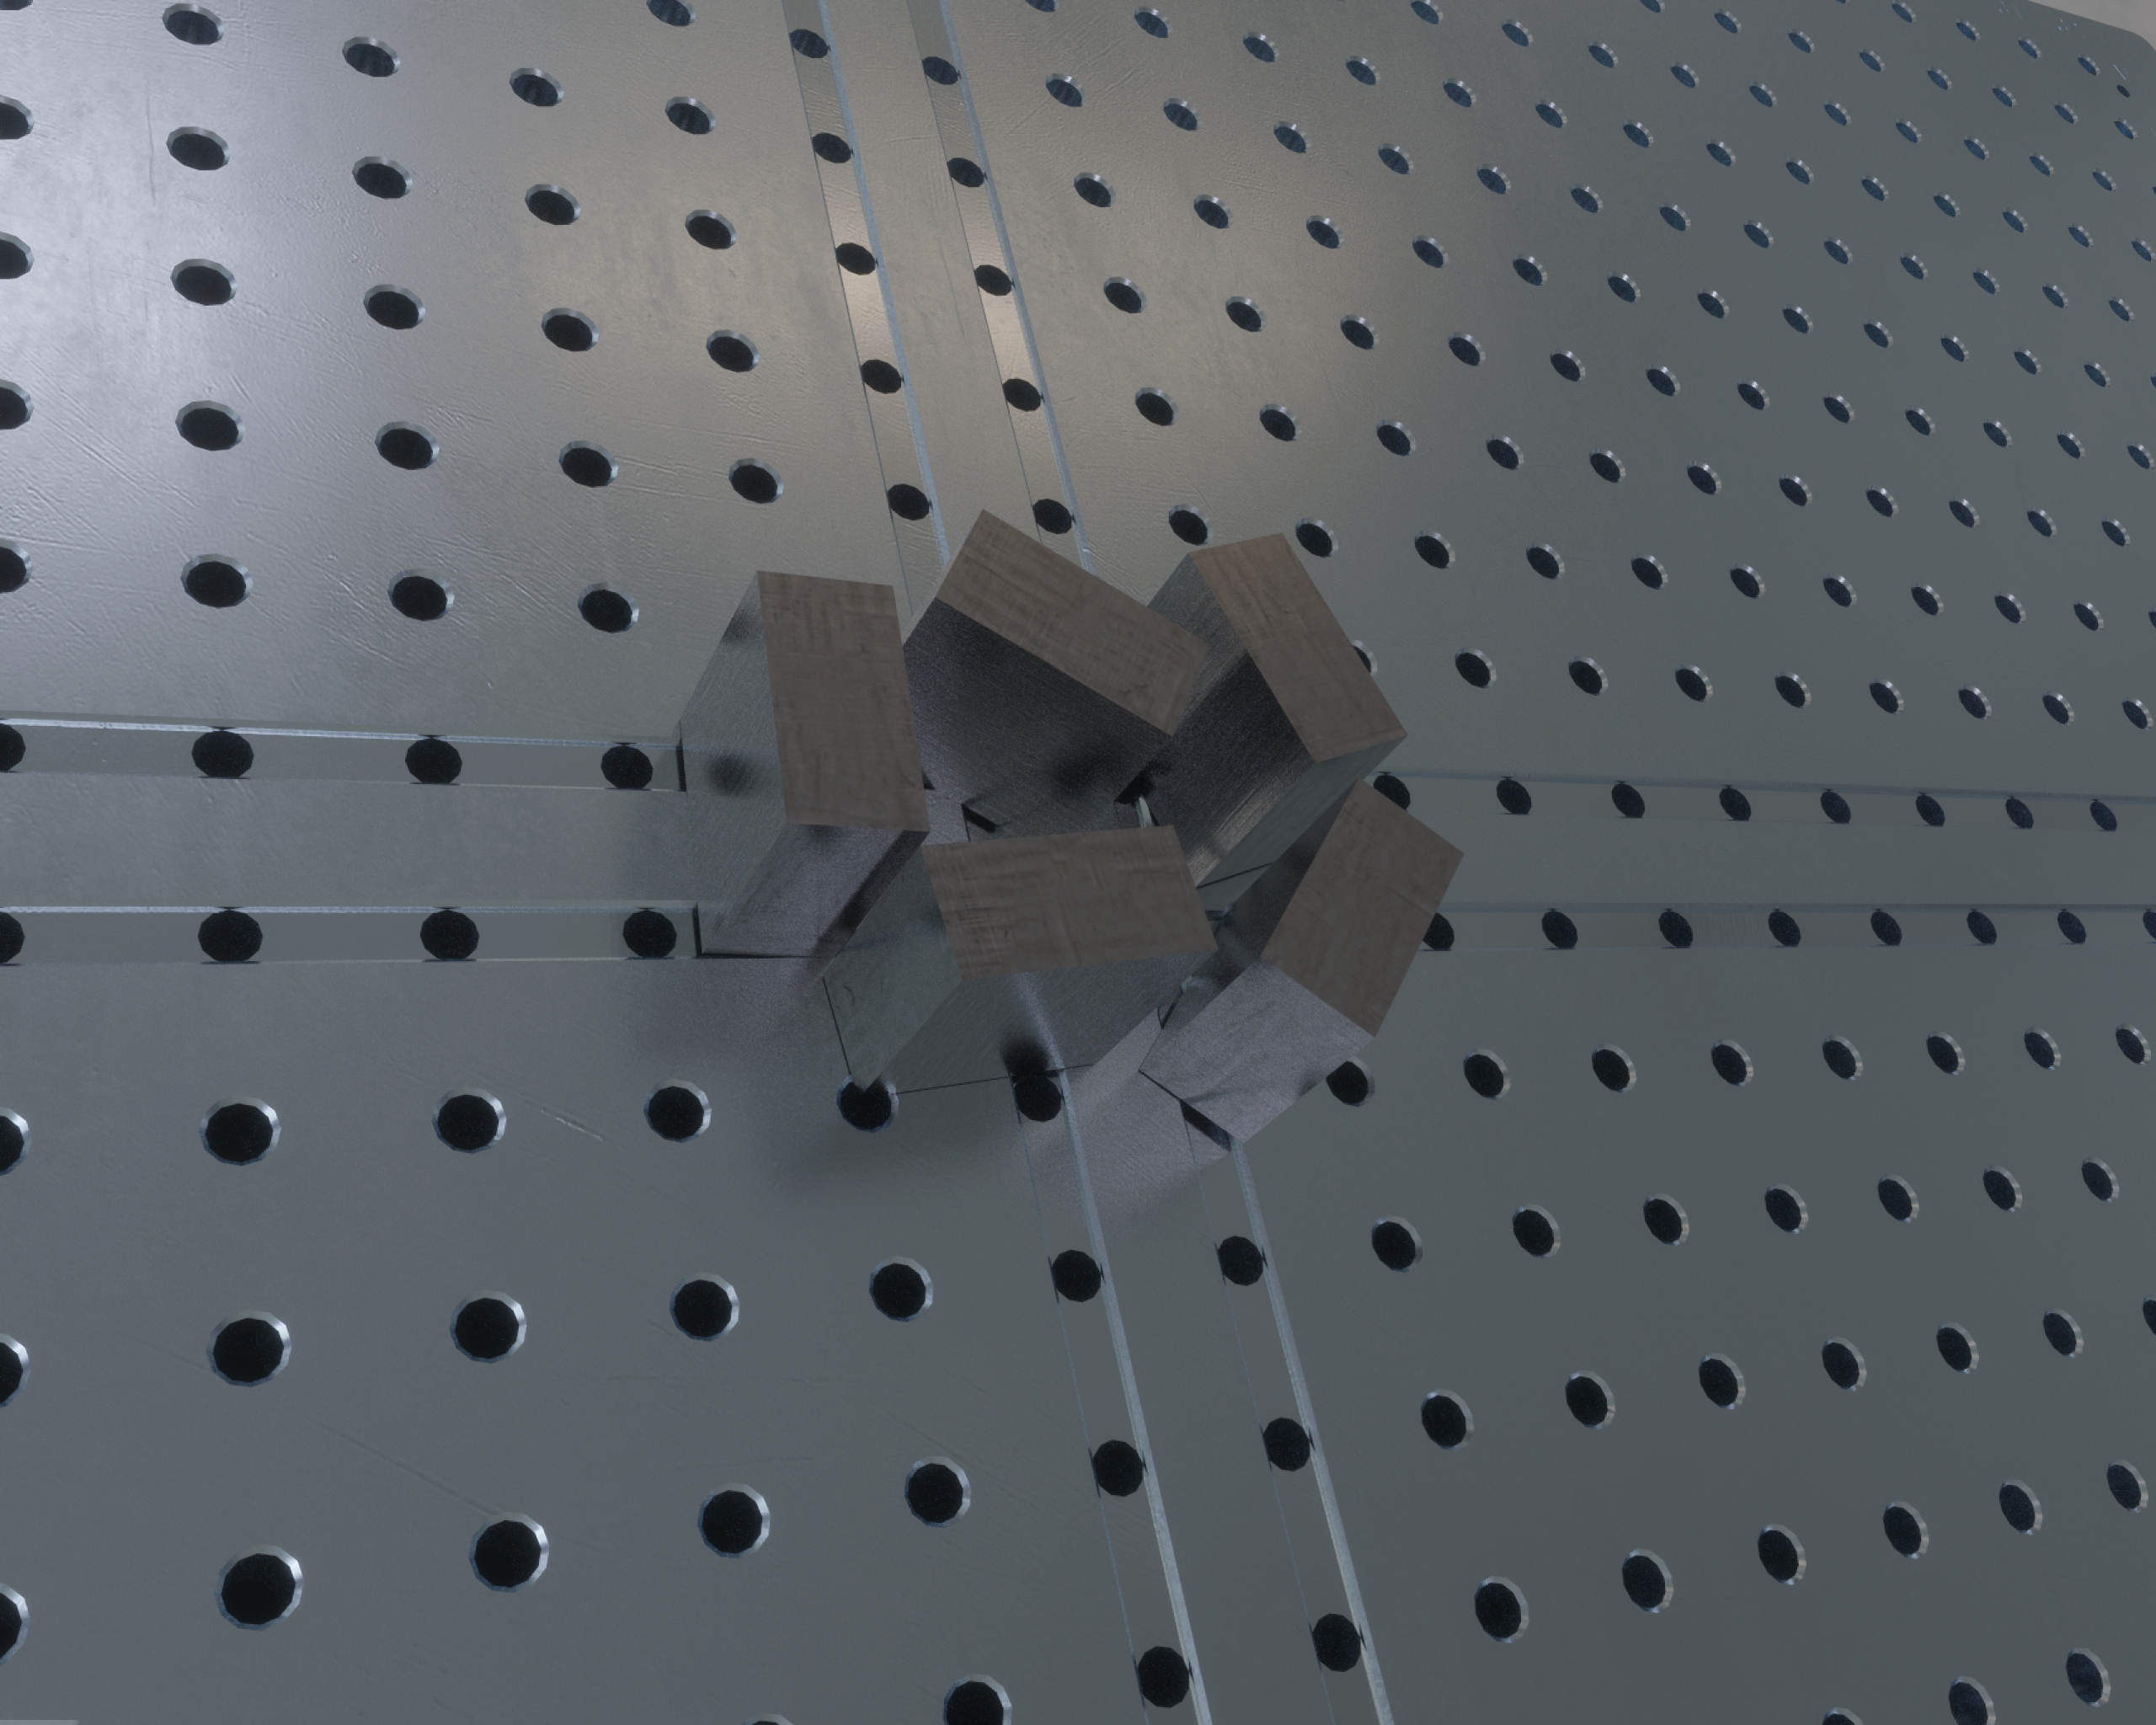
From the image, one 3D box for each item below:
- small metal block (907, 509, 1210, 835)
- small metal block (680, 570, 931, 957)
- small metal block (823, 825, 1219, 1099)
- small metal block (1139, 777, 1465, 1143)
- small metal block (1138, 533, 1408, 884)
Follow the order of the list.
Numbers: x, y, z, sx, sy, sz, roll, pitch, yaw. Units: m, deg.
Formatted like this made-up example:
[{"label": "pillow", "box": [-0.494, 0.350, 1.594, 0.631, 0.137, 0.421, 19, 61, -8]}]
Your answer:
[{"label": "small metal block", "box": [-0.011, -0.033, 0.406, 0.050, 0.050, 0.025, 30, 53, -10]}, {"label": "small metal block", "box": [-0.050, -0.016, 0.374, 0.025, 0.050, 0.050, 3, 61, -26]}, {"label": "small metal block", "box": [-0.011, 0.018, 0.374, 0.050, 0.050, 0.025, -5, 64, -31]}, {"label": "small metal block", "box": [0.043, 0.019, 0.402, 0.025, 0.050, 0.050, 36, 51, -3]}, {"label": "small metal block", "box": [0.033, -0.031, 0.427, 0.025, 0.050, 0.050, -17, 70, -35]}]
